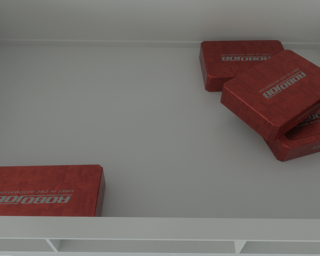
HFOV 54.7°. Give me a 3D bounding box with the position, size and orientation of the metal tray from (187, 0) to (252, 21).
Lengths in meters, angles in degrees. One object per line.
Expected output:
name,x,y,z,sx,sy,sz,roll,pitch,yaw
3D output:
metal tray,0.129,-0.274,0.636,0.090,0.030,0.131,33,57,24

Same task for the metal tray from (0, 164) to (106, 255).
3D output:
metal tray,-0.128,0.081,0.321,0.131,0.030,0.090,-1,38,-2

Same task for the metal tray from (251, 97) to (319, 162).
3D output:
metal tray,0.198,-0.013,0.415,0.131,0.030,0.090,-13,51,-11

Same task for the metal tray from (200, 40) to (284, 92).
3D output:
metal tray,0.133,-0.099,0.487,0.131,0.030,0.090,-1,50,-2

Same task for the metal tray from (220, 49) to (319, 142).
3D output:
metal tray,0.157,-0.048,0.404,0.131,0.030,0.090,-29,56,-23
